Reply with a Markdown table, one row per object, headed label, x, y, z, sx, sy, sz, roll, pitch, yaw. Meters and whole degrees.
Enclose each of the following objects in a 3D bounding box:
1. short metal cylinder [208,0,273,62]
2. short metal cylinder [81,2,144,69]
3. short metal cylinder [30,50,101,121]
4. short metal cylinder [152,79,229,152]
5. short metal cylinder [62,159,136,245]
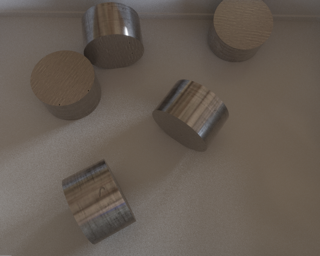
| label | x | y | z | sx | sy | sz | roll | pitch | yaw |
| --- | --- | --- | --- | --- | --- | --- | --- | --- | --- |
| short metal cylinder | 0.112 | -0.140 | 0.441 | 0.081 | 0.050 | 0.080 | 0 | 82 | 0 |
| short metal cylinder | -0.065 | -0.124 | 0.425 | 0.081 | 0.080 | 0.050 | -8 | 71 | -3 |
| short metal cylinder | -0.123 | -0.056 | 0.415 | 0.081 | 0.050 | 0.080 | 0 | 70 | 0 |
| short metal cylinder | 0.038 | -0.014 | 0.386 | 0.080 | 0.080 | 0.050 | 34 | 74 | 11 |
| short metal cylinder | -0.068 | 0.082 | 0.350 | 0.050 | 0.080 | 0.080 | -27 | 73 | -10 |
